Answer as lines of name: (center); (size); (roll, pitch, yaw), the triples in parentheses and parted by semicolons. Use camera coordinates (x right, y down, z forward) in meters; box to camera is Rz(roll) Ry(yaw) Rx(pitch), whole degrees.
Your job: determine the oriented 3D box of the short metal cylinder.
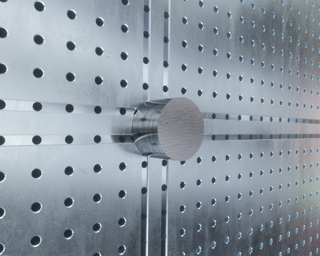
short metal cylinder: (0.012, 0.001, 0.404); (0.081, 0.050, 0.079); (0, 90, -40)
